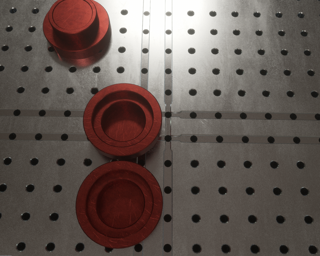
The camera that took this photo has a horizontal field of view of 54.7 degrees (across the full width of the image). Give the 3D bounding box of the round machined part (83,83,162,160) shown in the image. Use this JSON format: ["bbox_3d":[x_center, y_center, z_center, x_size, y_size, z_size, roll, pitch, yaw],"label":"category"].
[{"bbox_3d":[-0.047,-0.006,0.404,0.099,0.042,0.098,0,70,-1],"label":"round machined part"}]

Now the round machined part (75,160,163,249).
[{"bbox_3d":[-0.046,0.091,0.369,0.099,0.042,0.098,0,70,-1],"label":"round machined part"}]

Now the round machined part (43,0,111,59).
[{"bbox_3d":[-0.124,-0.155,0.458,0.099,0.042,0.098,0,70,-1],"label":"round machined part"}]
